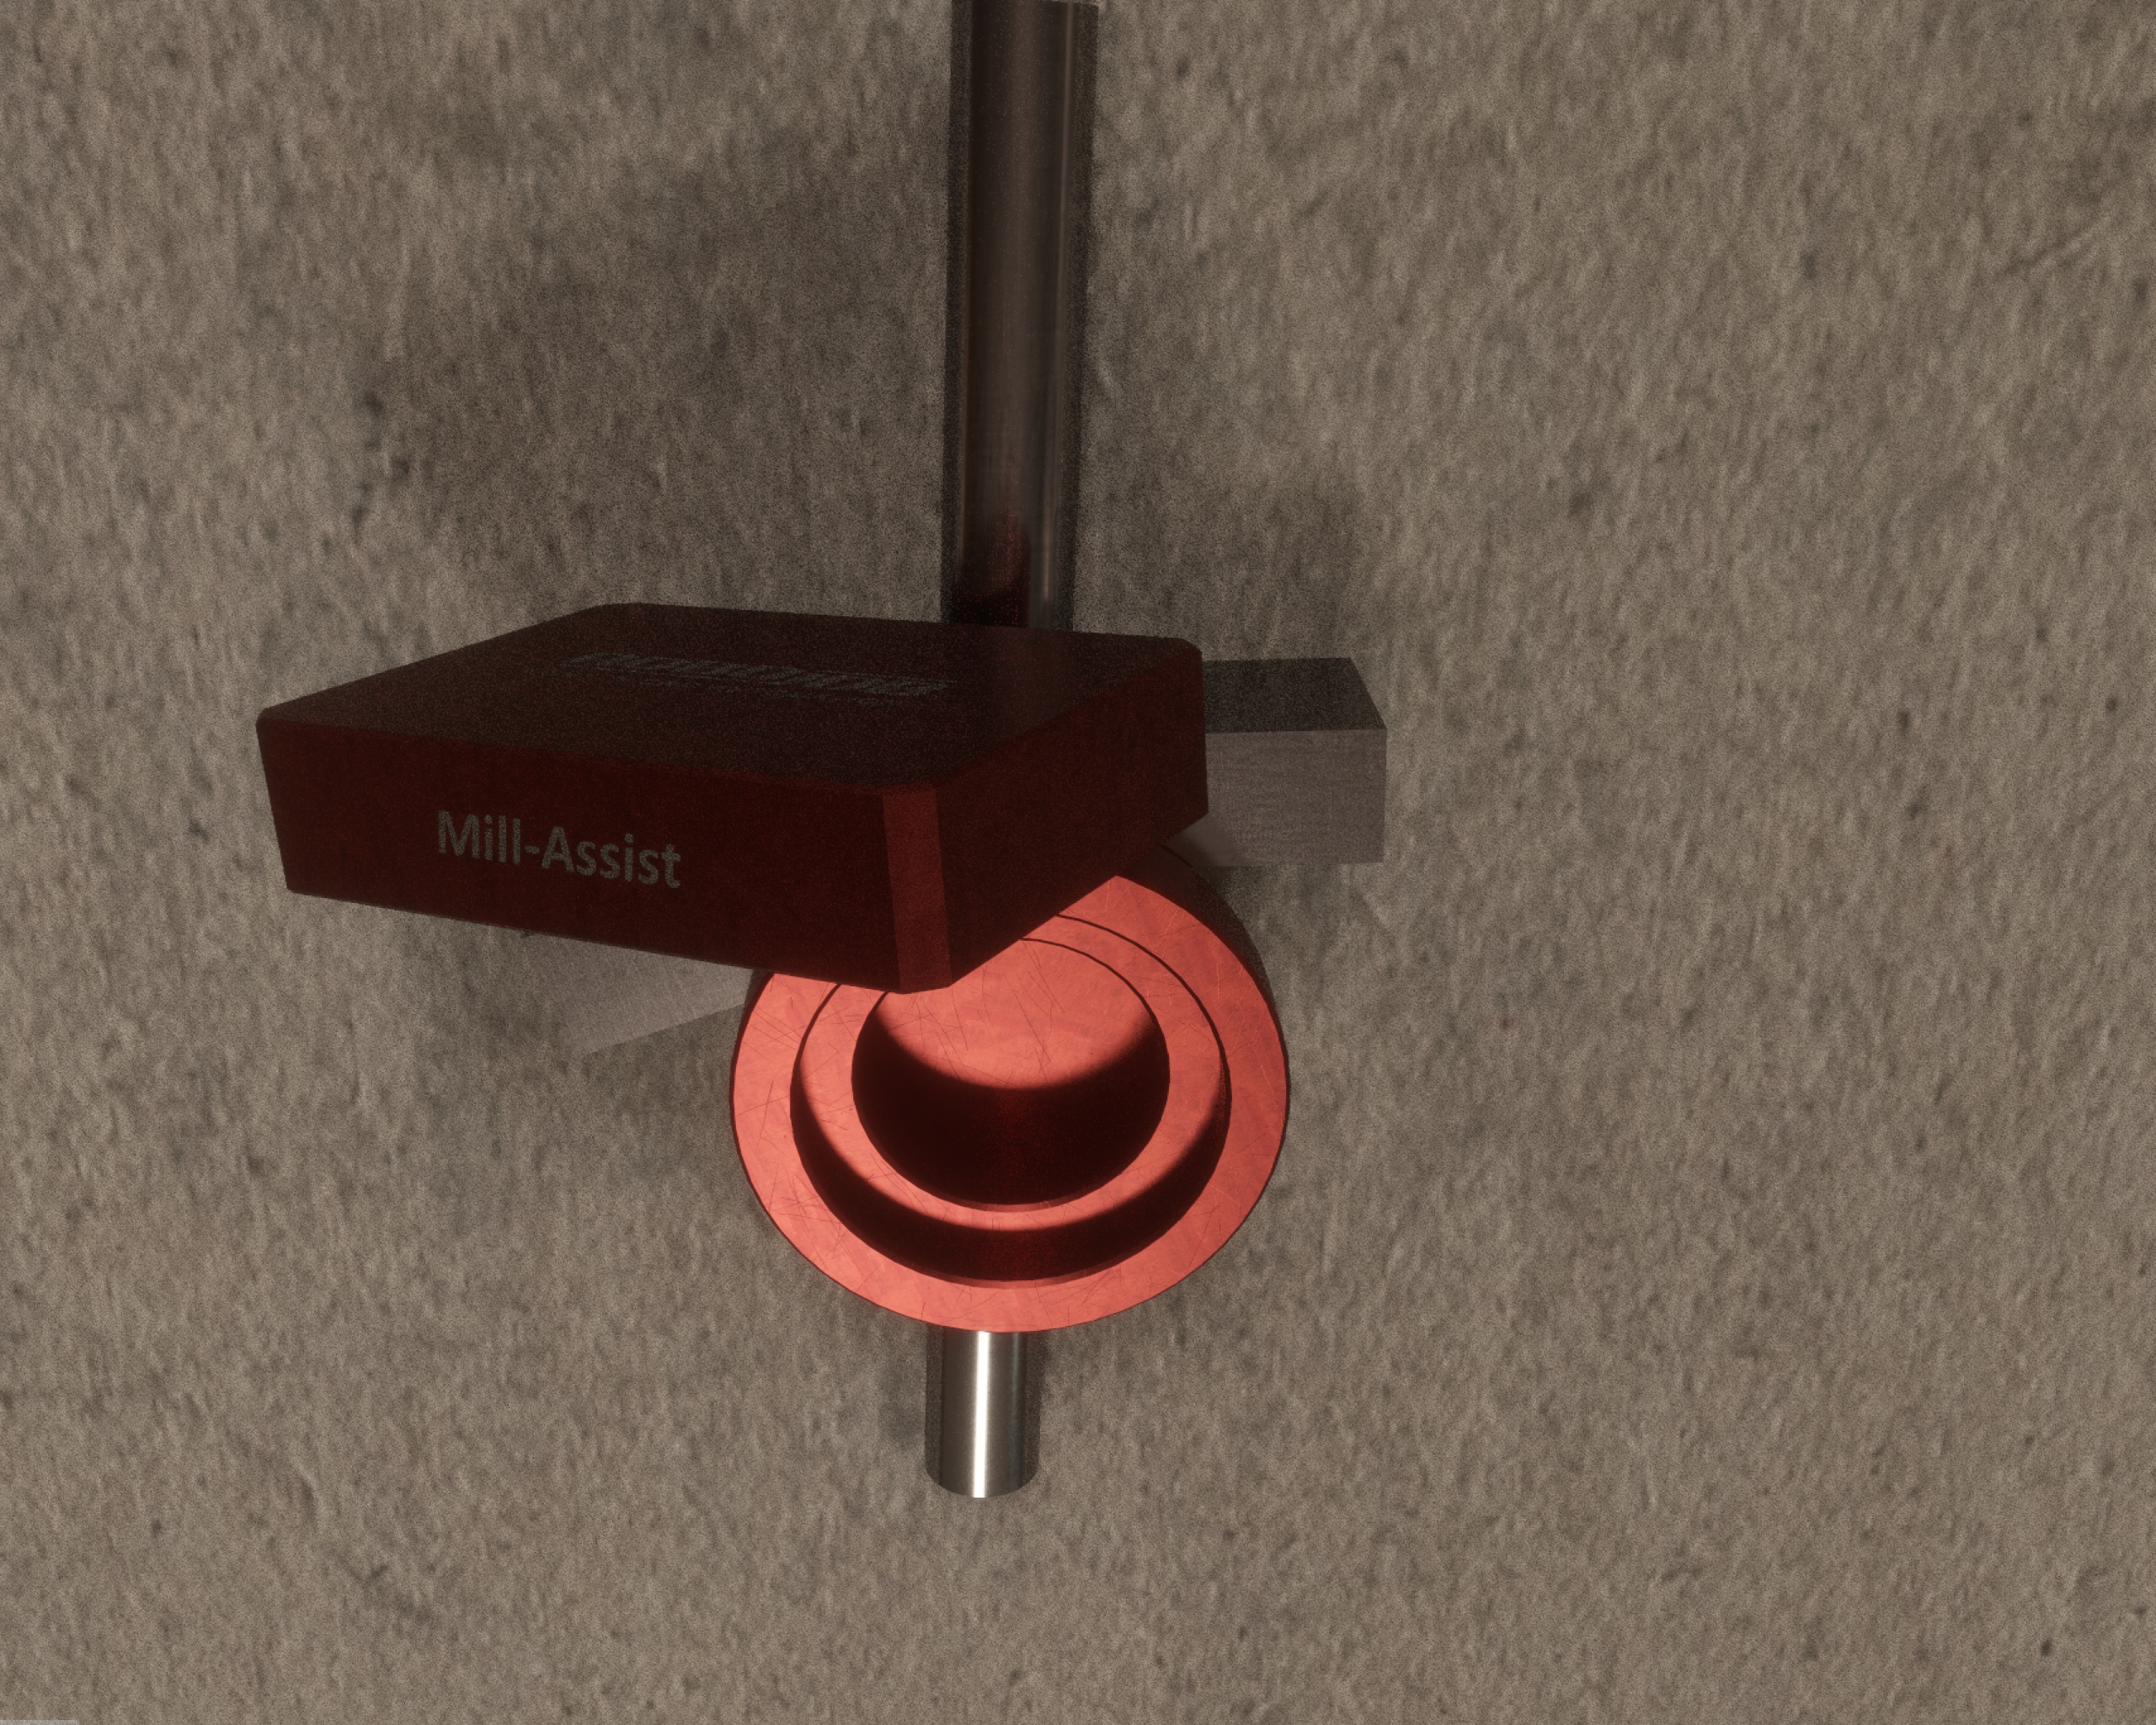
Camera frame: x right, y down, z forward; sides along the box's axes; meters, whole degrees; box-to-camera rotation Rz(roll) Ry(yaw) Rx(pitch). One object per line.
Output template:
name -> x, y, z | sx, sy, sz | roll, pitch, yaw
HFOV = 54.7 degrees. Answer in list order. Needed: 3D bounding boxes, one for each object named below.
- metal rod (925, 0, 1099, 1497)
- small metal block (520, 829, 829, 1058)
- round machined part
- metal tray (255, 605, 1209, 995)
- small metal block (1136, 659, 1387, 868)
metal rod -> -0.015, -0.008, 0.408 | 0.025, 0.025, 0.298 | 2, 110, -1
small metal block -> -0.073, 0.008, 0.400 | 0.050, 0.050, 0.025 | -18, 109, 6
round machined part -> -0.012, 0.034, 0.385 | 0.099, 0.042, 0.097 | -1, 114, -2
metal tray -> -0.055, -0.016, 0.345 | 0.130, 0.091, 0.030 | 7, 112, 28
small metal block -> 0.029, -0.020, 0.391 | 0.050, 0.050, 0.025 | -1, 110, 0
